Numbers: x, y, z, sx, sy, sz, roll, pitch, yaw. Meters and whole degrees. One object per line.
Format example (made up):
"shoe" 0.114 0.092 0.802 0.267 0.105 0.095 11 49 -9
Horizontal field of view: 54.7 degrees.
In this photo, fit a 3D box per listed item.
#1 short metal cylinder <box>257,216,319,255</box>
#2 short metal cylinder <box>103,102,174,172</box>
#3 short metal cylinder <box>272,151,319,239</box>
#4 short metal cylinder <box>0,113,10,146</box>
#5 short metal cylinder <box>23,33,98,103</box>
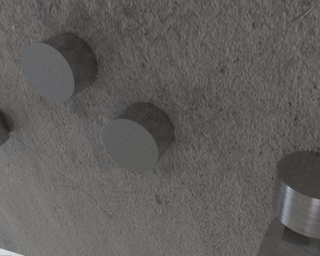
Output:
"short metal cylinder" 0.160 0.151 0.380 0.050 0.080 0.079 26 128 12
"short metal cylinder" -0.028 0.012 0.413 0.080 0.050 0.079 13 124 21
"short metal cylinder" 0.163 0.068 0.327 0.080 0.080 0.050 10 123 23
"short metal cylinder" -0.313 0.006 0.540 0.080 0.080 0.050 3 120 27
"short metal cylinder" -0.131 -0.080 0.410 0.080 0.050 0.079 13 124 21
